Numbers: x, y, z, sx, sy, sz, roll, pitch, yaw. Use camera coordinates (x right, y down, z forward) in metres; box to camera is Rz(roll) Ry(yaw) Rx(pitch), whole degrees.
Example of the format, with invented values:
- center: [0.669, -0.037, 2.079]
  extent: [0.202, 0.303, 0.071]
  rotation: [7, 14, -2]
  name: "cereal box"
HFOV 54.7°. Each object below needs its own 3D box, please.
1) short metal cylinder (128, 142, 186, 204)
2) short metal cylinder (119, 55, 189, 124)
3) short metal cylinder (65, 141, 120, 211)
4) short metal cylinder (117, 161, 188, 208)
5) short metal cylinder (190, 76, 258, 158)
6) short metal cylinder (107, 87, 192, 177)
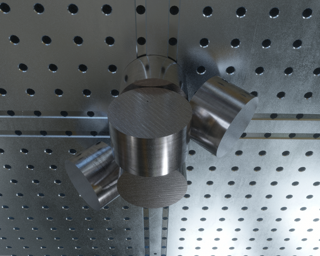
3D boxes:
- center: [-0.005, 0.066, 0.451]
  extent: [0.081, 0.050, 0.079]
  rotation: [-1, 131, 0]
  name: "short metal cylinder"
- center: [-0.008, -0.037, 0.363]
  extent: [0.081, 0.050, 0.079]
  rotation: [0, 131, 0]
  name: "short metal cylinder"
- center: [-0.085, 0.065, 0.422]
  extent: [0.050, 0.080, 0.079]
  rotation: [-33, 139, -31]
  name: "short metal cylinder"
- center: [-0.009, 0.052, 0.373]
  extent: [0.081, 0.050, 0.079]
  rotation: [0, 130, 0]
  name: "short metal cylinder"
- center: [0.068, -0.013, 0.356]
  extent: [0.050, 0.081, 0.079]
  rotation: [35, 134, 24]
  name: "short metal cylinder"
- center: [-0.010, 0.002, 0.310]
  extent: [0.081, 0.080, 0.050]
  rotation: [0, 130, -1]
  name: "short metal cylinder"
